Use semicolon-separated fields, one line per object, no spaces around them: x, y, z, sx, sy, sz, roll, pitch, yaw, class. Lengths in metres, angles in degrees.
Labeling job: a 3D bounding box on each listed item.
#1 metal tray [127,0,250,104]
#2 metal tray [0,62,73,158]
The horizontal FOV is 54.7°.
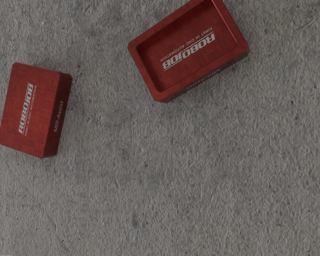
0.034;-0.101;0.394;0.130;0.030;0.090;-30;81;17;metal tray
-0.192;-0.028;0.474;0.090;0.030;0.129;15;95;19;metal tray
